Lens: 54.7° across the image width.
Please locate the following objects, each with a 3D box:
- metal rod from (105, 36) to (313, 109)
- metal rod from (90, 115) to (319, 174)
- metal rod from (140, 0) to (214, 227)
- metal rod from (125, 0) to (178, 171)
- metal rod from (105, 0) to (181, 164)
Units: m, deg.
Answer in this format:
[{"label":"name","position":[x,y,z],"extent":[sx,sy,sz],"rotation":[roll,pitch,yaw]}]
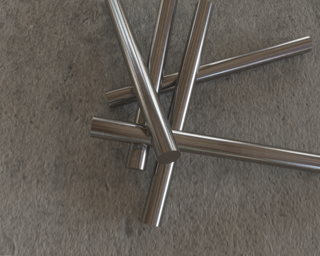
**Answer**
[{"label":"metal rod","position":[0.073,-0.080,0.438],"extent":[0.302,0.025,0.025],"rotation":[-17,71,-7]},{"label":"metal rod","position":[0.071,0.023,0.371],"extent":[0.302,0.025,0.025],"rotation":[10,70,-9]},{"label":"metal rod","position":[0.025,-0.028,0.398],"extent":[0.025,0.025,0.299],"rotation":[14,78,4]},{"label":"metal rod","position":[-0.003,-0.092,0.411],"extent":[0.025,0.025,0.299],"rotation":[10,75,3]},{"label":"metal rod","position":[-0.033,-0.086,0.397],"extent":[0.025,0.025,0.299],"rotation":[-16,55,-6]}]
